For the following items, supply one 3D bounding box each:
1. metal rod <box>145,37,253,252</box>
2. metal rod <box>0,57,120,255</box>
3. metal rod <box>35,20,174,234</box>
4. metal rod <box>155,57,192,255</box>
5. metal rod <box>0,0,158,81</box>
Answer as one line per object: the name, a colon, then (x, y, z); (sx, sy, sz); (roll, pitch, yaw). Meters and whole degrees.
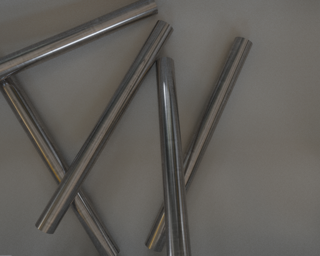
metal rod: (0.051, 0.021, 0.412); (0.025, 0.025, 0.299); (24, 90, -1)
metal rod: (-0.141, 0.041, 0.409); (0.025, 0.025, 0.299); (-31, 90, 0)
metal rod: (-0.067, -0.006, 0.395); (0.025, 0.025, 0.299); (30, 84, -1)
metal rod: (0.015, 0.049, 0.352); (0.025, 0.025, 0.299); (-3, 66, 0)
metal rod: (-0.143, -0.099, 0.391); (0.302, 0.025, 0.025); (-26, 90, -8)
